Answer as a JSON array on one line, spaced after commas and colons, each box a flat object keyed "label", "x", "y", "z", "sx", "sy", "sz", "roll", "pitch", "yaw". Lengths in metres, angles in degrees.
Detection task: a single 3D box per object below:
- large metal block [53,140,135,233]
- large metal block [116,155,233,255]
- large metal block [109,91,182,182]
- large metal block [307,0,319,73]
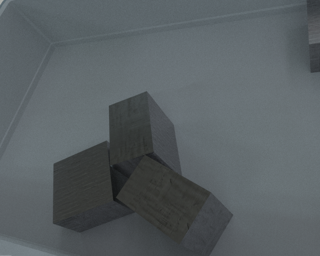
[{"label": "large metal block", "x": -0.084, "y": 0.074, "z": 0.387, "sx": 0.080, "sy": 0.050, "sz": 0.080, "roll": -23, "pitch": 53, "yaw": 13}, {"label": "large metal block", "x": 0.017, "y": 0.079, "z": 0.312, "sx": 0.080, "sy": 0.080, "sz": 0.050, "roll": 26, "pitch": 76, "yaw": 36}, {"label": "large metal block", "x": -0.017, "y": 0.017, "z": 0.367, "sx": 0.050, "sy": 0.080, "sz": 0.080, "roll": -19, "pitch": 54, "yaw": 17}, {"label": "large metal block", "x": 0.212, "y": -0.114, "z": 0.349, "sx": 0.080, "sy": 0.050, "sz": 0.080, "roll": -3, "pitch": 60, "yaw": 26}]
